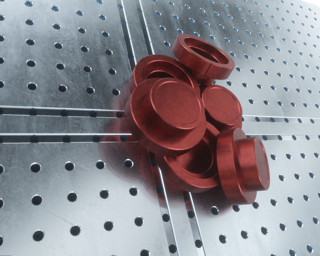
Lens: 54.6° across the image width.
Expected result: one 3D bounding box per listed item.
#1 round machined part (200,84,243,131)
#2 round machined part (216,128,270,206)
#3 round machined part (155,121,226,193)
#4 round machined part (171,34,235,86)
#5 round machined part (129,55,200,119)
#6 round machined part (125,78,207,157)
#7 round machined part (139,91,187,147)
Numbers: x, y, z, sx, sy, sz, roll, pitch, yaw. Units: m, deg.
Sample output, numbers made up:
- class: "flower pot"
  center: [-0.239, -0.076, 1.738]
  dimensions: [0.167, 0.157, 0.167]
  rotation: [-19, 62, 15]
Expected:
- class: "round machined part"
  center: [0.081, -0.024, 0.455]
  dimensions: [0.099, 0.042, 0.098]
  rotation: [13, 56, -21]
- class: "round machined part"
  center: [0.110, 0.047, 0.395]
  dimensions: [0.098, 0.042, 0.098]
  rotation: [32, 52, -52]
- class: "round machined part"
  center: [0.037, 0.036, 0.395]
  dimensions: [0.099, 0.042, 0.098]
  rotation: [13, 56, -21]
- class: "round machined part"
  center: [0.062, -0.101, 0.477]
  dimensions: [0.099, 0.042, 0.098]
  rotation: [20, 32, -13]
- class: "round machined part"
  center: [0.003, -0.050, 0.429]
  dimensions: [0.099, 0.042, 0.098]
  rotation: [13, 56, -21]
- class: "round machined part"
  center: [0.013, -0.019, 0.361]
  dimensions: [0.099, 0.042, 0.098]
  rotation: [13, 56, -21]
- class: "round machined part"
  center: [0.007, -0.012, 0.407]
  dimensions: [0.099, 0.042, 0.098]
  rotation: [13, 56, -21]
